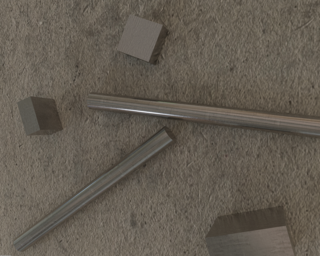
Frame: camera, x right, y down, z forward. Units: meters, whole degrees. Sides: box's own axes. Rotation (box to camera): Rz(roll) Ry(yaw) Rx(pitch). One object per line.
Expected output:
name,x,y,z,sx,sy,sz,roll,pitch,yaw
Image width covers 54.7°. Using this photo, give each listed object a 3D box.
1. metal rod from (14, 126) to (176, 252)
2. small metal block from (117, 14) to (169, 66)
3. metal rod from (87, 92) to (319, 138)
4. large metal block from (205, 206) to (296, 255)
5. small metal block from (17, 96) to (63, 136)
metal rod,-0.102,0.094,0.443,0.300,0.025,0.025,-37,79,15
small metal block,-0.023,-0.118,0.416,0.050,0.025,0.050,24,98,18
metal rod,0.044,-0.019,0.392,0.301,0.025,0.025,8,93,19
large metal block,0.103,0.127,0.343,0.080,0.080,0.050,-16,85,19
small metal block,-0.175,-0.017,0.456,0.025,0.050,0.050,-21,83,19
